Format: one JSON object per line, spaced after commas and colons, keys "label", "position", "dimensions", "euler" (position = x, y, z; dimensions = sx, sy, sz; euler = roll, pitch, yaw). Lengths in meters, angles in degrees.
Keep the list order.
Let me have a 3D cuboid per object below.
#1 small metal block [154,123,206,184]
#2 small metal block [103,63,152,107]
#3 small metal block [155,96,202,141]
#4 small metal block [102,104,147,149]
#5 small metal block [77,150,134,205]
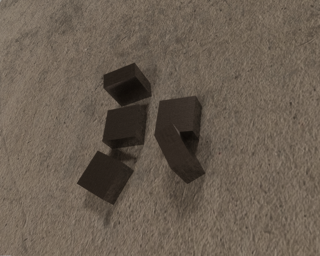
{"label": "small metal block", "position": [0.023, 0.030, 0.356], "dimensions": [0.025, 0.050, 0.050], "euler": [-33, 52, 7]}
{"label": "small metal block", "position": [-0.046, -0.061, 0.448], "dimensions": [0.050, 0.050, 0.025], "euler": [-18, 55, 17]}
{"label": "small metal block", "position": [0.024, -0.011, 0.397], "dimensions": [0.050, 0.025, 0.050], "euler": [-6, 59, 25]}
{"label": "small metal block", "position": [-0.048, -0.001, 0.428], "dimensions": [0.050, 0.025, 0.050], "euler": [-9, 58, 22]}
{"label": "small metal block", "position": [-0.071, 0.063, 0.400], "dimensions": [0.050, 0.025, 0.050], "euler": [20, 72, 35]}
